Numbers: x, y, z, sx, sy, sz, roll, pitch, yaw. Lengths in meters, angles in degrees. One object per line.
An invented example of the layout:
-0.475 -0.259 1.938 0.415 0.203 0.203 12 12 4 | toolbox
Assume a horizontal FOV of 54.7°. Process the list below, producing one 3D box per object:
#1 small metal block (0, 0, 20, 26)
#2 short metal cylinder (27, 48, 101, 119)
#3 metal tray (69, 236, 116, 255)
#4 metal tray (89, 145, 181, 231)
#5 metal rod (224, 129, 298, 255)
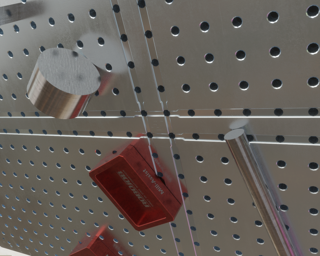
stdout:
-0.226 -0.161 0.415 0.050 0.050 0.025 28 128 11 | small metal block
-0.125 -0.058 0.406 0.080 0.080 0.050 42 129 -1 | short metal cylinder
-0.121 0.295 0.655 0.130 0.030 0.090 48 129 -6 | metal tray
-0.040 0.098 0.489 0.090 0.030 0.130 -31 102 38 | metal tray
0.154 0.134 0.412 0.025 0.025 0.299 -16 111 34 | metal rod
